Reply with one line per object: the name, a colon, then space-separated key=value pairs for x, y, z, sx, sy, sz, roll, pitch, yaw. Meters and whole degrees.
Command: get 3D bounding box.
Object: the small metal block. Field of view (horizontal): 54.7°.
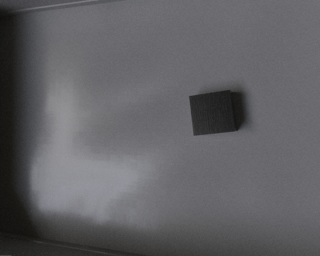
small metal block: x=0.067 y=-0.018 z=0.387 sx=0.050 sy=0.025 sz=0.050 roll=-7 pitch=88 yaw=19
